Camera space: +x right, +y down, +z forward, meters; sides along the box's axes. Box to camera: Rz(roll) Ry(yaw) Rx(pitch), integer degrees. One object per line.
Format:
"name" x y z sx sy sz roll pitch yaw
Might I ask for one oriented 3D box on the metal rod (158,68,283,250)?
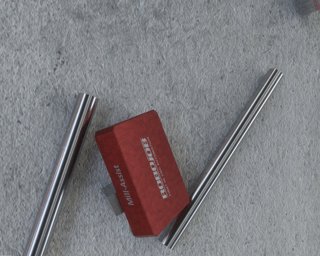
"metal rod" 0.093 0.036 0.444 0.025 0.025 0.300 39 77 -16

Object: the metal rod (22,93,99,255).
"metal rod" -0.131 0.103 0.361 0.025 0.025 0.299 20 83 -19

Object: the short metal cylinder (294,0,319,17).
"short metal cylinder" 0.249 -0.211 0.473 0.081 0.080 0.050 -27 100 -18

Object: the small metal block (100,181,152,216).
"small metal block" -0.042 0.079 0.381 0.050 0.050 0.025 -26 99 -18

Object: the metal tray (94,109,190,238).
"metal tray" -0.017 0.051 0.372 0.091 0.030 0.129 -27 98 -56
